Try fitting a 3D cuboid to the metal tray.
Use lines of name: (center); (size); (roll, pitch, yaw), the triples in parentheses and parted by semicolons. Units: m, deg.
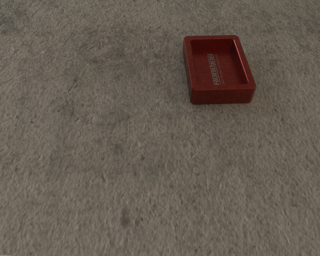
metal tray: (0.087, -0.094, 0.479); (0.091, 0.030, 0.130); (-2, 50, -2)
